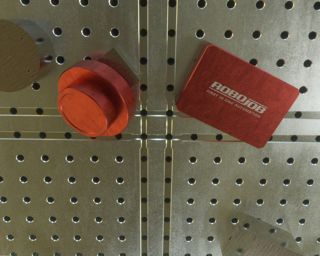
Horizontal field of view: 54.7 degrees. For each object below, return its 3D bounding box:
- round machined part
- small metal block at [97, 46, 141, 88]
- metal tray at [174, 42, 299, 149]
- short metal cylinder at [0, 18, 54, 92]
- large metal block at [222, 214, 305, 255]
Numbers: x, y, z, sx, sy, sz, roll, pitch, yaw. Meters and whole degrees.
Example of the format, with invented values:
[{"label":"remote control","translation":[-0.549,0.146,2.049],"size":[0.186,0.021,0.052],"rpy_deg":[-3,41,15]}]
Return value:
[{"label":"round machined part","translation":[-0.082,-0.028,0.370],"size":[0.098,0.042,0.097],"rpy_deg":[16,133,18]},{"label":"small metal block","translation":[-0.060,-0.067,0.388],"size":[0.050,0.025,0.050],"rpy_deg":[-35,107,12]},{"label":"metal tray","translation":[0.096,-0.040,0.397],"size":[0.131,0.030,0.089],"rpy_deg":[25,108,-9]},{"label":"short metal cylinder","translation":[-0.174,-0.087,0.366],"size":[0.081,0.050,0.079],"rpy_deg":[0,110,0]},{"label":"large metal block","translation":[0.153,0.192,0.472],"size":[0.080,0.050,0.080],"rpy_deg":[25,108,-9]}]
